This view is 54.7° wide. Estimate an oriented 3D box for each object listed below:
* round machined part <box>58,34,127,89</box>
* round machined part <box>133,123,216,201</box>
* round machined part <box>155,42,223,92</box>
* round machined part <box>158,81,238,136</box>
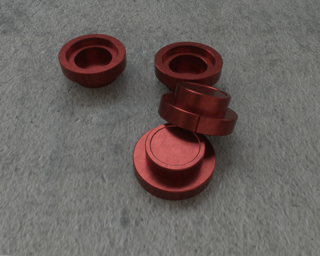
[{"bbox_3d":[-0.100,-0.098,0.474,0.099,0.042,0.098,0,50,0],"label":"round machined part"},{"bbox_3d":[0.017,0.032,0.366,0.099,0.042,0.098,0,50,0],"label":"round machined part"},{"bbox_3d":[0.041,-0.085,0.461,0.099,0.042,0.098,0,46,0],"label":"round machined part"},{"bbox_3d":[0.050,-0.029,0.388,0.099,0.042,0.098,13,19,-4],"label":"round machined part"}]
